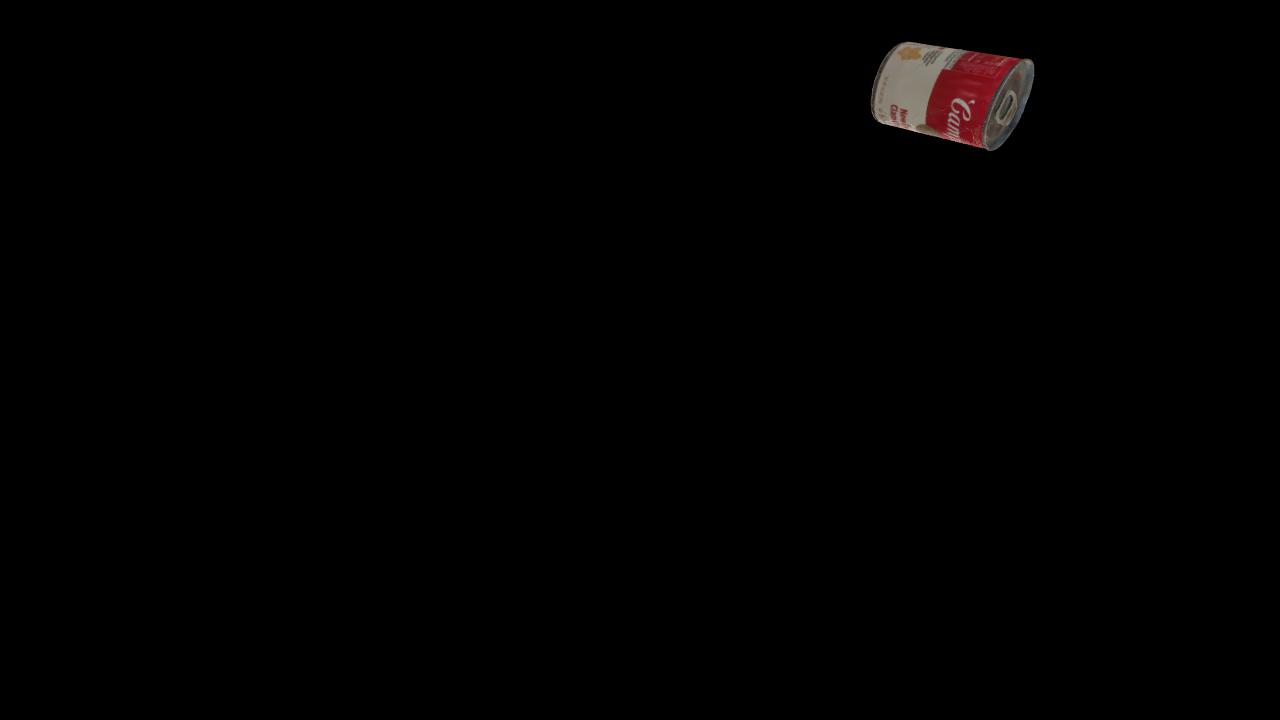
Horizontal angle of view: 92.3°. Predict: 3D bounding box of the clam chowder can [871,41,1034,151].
[{"bbox_3d":[0.253,-0.219,0.505,0.068,0.068,0.102,0,27,-48],"label":"clam chowder can"}]
